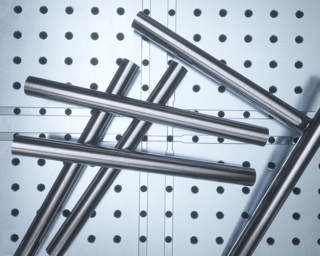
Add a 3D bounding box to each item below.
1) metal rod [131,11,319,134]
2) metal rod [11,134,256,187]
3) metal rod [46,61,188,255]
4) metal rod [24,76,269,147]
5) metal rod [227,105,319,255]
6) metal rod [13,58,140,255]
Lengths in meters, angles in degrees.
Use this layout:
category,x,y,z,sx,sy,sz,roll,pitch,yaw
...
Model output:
category,x,y,z,sx,sy,sz,roll,pitch,yaw
metal rod,0.096,-0.064,0.413,0.301,0.025,0.025,32,90,0
metal rod,-0.024,0.043,0.391,0.302,0.025,0.025,9,90,-9
metal rod,-0.057,0.042,0.413,0.025,0.025,0.299,34,90,0
metal rod,-0.016,-0.021,0.387,0.301,0.025,0.025,12,90,-1
metal rod,0.167,0.056,0.396,0.025,0.025,0.299,29,97,0
metal rod,-0.110,0.044,0.412,0.025,0.025,0.299,29,90,0
